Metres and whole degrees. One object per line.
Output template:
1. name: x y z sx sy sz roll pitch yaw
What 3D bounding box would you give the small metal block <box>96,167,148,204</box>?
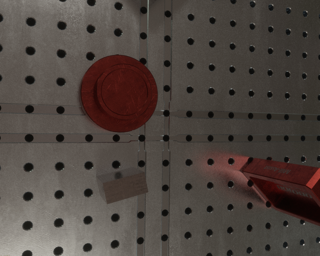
1. small metal block: -0.048 0.069 0.383 0.050 0.050 0.025 -12 95 -20

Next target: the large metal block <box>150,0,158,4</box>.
1. large metal block: 0.000 -0.225 0.400 0.080 0.050 0.080 -45 105 -15

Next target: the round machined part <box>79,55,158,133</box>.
1. round machined part: -0.048 -0.043 0.386 0.099 0.042 0.097 0 90 -21

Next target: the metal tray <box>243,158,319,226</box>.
1. metal tray: 0.186 0.089 0.428 0.030 0.130 0.090 -45 105 -14
